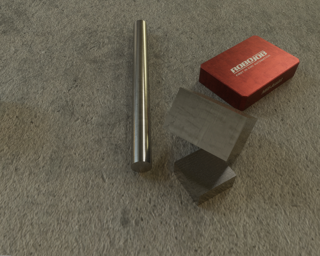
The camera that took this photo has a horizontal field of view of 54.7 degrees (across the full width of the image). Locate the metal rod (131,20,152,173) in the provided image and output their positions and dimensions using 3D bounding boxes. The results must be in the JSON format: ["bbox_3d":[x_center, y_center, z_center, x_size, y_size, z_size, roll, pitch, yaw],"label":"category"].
[{"bbox_3d":[-0.029,-0.069,0.460,0.025,0.025,0.300,-2,50,-2],"label":"metal rod"}]

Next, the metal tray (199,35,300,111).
[{"bbox_3d":[0.136,-0.089,0.476,0.131,0.030,0.090,-32,57,-25],"label":"metal tray"}]

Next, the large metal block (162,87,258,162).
[{"bbox_3d":[0.062,-0.006,0.366,0.080,0.050,0.080,28,12,21],"label":"large metal block"}]

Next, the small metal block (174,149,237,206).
[{"bbox_3d":[0.051,0.054,0.359,0.050,0.025,0.050,-24,54,-19],"label":"small metal block"}]
